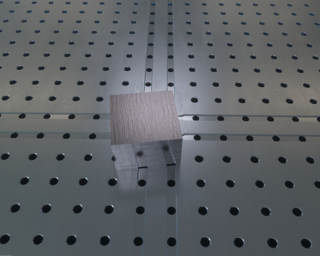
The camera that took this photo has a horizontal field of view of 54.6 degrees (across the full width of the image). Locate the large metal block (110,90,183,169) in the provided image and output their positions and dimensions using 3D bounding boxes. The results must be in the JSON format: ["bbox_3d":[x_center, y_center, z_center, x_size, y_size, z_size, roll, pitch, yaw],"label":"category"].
[{"bbox_3d":[-0.019,0.001,0.391,0.080,0.050,0.080,-5,50,-4],"label":"large metal block"}]
